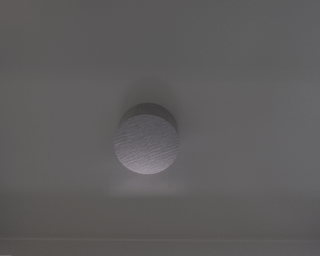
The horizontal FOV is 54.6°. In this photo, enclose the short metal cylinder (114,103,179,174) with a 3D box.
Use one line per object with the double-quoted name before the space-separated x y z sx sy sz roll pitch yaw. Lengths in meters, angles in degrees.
"short metal cylinder" -0.016 0.013 0.402 0.080 0.050 0.079 0 110 0
